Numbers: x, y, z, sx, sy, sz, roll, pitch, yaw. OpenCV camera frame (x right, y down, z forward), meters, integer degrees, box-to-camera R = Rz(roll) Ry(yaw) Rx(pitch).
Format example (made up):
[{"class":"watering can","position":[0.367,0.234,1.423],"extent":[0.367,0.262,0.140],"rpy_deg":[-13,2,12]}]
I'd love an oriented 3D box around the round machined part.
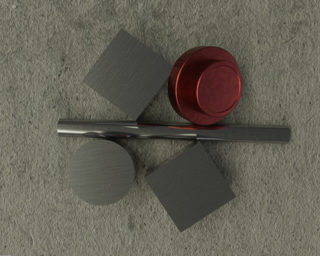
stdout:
[{"class":"round machined part","position":[0.062,-0.050,0.380],"extent":[0.099,0.042,0.097],"rpy_deg":[-8,108,-26]}]

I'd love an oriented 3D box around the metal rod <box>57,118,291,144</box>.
[{"class":"metal rod","position":[0.019,0.004,0.412],"extent":[0.302,0.025,0.025],"rpy_deg":[2,90,-1]}]

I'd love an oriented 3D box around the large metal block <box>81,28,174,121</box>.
[{"class":"large metal block","position":[-0.038,-0.065,0.396],"extent":[0.080,0.050,0.080],"rpy_deg":[37,90,-1]}]

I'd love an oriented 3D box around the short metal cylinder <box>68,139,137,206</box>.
[{"class":"short metal cylinder","position":[-0.071,0.054,0.398],"extent":[0.081,0.050,0.079],"rpy_deg":[0,90,-1]}]

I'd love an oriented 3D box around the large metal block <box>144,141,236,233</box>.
[{"class":"large metal block","position":[0.037,0.072,0.399],"extent":[0.080,0.050,0.080],"rpy_deg":[-33,90,0]}]
